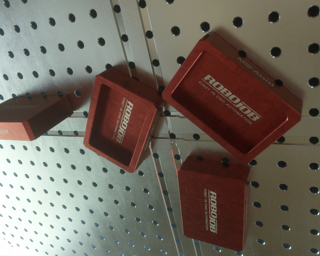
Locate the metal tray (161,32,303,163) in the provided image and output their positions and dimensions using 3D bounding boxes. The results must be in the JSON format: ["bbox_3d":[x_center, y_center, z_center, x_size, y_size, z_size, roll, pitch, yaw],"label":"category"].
[{"bbox_3d":[0.077,-0.031,0.348,0.130,0.030,0.090,39,129,1],"label":"metal tray"}]

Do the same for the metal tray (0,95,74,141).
[{"bbox_3d":[-0.210,-0.017,0.470,0.130,0.090,0.030,1,119,28],"label":"metal tray"}]

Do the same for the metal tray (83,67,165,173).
[{"bbox_3d":[-0.054,-0.007,0.432,0.090,0.030,0.129,29,128,10],"label":"metal tray"}]

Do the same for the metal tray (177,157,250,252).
[{"bbox_3d":[0.076,0.108,0.435,0.090,0.030,0.129,7,122,24],"label":"metal tray"}]
